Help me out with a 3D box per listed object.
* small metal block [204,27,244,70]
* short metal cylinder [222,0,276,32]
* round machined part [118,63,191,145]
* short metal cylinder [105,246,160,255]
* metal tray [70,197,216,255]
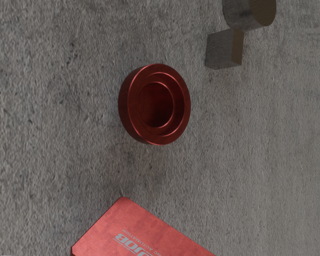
[{"bbox_3d":[0.097,-0.119,0.469,0.025,0.050,0.050,11,83,-40],"label":"small metal block"},{"bbox_3d":[0.148,-0.203,0.512,0.081,0.050,0.080,0,90,-40],"label":"short metal cylinder"},{"bbox_3d":[-0.011,-0.028,0.384,0.099,0.042,0.097,0,90,-40],"label":"round machined part"},{"bbox_3d":[-0.026,0.169,0.347,0.050,0.080,0.080,19,78,-39],"label":"short metal cylinder"},{"bbox_3d":[-0.014,0.139,0.318,0.090,0.130,0.030,-42,156,-50],"label":"metal tray"}]
